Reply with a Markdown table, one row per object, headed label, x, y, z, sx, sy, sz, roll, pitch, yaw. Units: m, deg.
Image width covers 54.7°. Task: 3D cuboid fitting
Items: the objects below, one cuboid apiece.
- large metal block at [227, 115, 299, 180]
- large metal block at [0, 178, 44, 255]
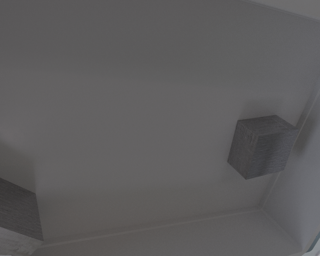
| label | x | y | z | sx | sy | sz | roll | pitch | yaw |
| --- | --- | --- | --- | --- | --- | --- | --- | --- | --- |
| large metal block | 0.164 | 0.029 | 0.500 | 0.081 | 0.050 | 0.079 | -8 | 122 | -24 |
| large metal block | -0.181 | 0.099 | 0.335 | 0.050 | 0.080 | 0.080 | -46 | 129 | 3 |
